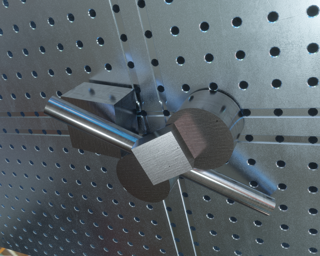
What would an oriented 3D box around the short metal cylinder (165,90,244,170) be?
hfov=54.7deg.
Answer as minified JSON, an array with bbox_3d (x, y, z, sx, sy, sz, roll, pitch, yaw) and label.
[{"bbox_3d":[0.052,0.002,0.364,0.080,0.050,0.079,13,124,21],"label":"short metal cylinder"}]

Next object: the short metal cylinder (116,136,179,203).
[{"bbox_3d":[-0.013,0.056,0.432,0.080,0.050,0.079,13,124,21],"label":"short metal cylinder"}]

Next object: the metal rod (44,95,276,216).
[{"bbox_3d":[0.005,0.037,0.381,0.301,0.025,0.025,25,129,-6],"label":"metal rod"}]

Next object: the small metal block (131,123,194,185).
[{"bbox_3d":[0.004,0.030,0.349,0.050,0.025,0.050,-25,105,18],"label":"small metal block"}]

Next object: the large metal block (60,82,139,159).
[{"bbox_3d":[-0.079,-0.012,0.422,0.080,0.050,0.079,10,123,22],"label":"large metal block"}]
